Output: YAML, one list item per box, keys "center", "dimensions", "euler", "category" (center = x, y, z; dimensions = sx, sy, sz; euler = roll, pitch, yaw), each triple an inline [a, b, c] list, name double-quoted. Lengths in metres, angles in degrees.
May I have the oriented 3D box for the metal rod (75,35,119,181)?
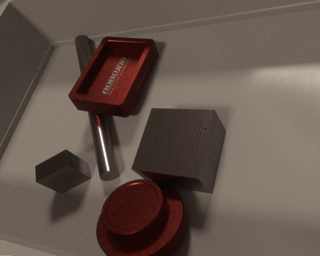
- center: [-0.106, -0.051, 0.490]
  dimensions: [0.025, 0.025, 0.299]
  euler: [-28, 52, 10]
  category: "metal rod"

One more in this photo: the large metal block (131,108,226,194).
- center: [0.024, 0.025, 0.361]
  dimensions: [0.080, 0.050, 0.080]
  euler: [4, 63, 29]
  category: "large metal block"

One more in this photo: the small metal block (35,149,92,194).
- center: [-0.130, 0.060, 0.419]
  dimensions: [0.050, 0.050, 0.025]
  euler: [-28, 53, 10]
  category: "small metal block"

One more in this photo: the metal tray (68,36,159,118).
- center: [-0.066, -0.081, 0.465]
  dimensions: [0.090, 0.030, 0.130]
  euler: [10, 59, 21]
  category: "metal tray"

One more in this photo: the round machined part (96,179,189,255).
- center: [-0.022, 0.094, 0.328]
  dimensions: [0.098, 0.042, 0.098]
  euler: [-14, 37, 11]
  category: "round machined part"
